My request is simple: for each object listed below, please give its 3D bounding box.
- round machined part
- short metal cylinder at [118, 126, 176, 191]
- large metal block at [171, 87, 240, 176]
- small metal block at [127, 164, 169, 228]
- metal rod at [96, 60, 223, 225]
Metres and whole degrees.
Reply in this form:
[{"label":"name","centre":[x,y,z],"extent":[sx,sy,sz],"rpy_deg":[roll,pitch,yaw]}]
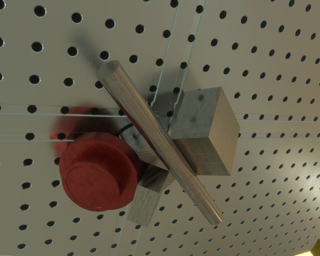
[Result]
[{"label":"round machined part","centre":[-0.072,0.057,0.358],"extent":[0.098,0.042,0.097],"rpy_deg":[6,117,12]},{"label":"short metal cylinder","centre":[-0.018,0.041,0.406],"extent":[0.081,0.050,0.079],"rpy_deg":[-14,124,-21]},{"label":"large metal block","centre":[0.062,0.006,0.400],"extent":[0.080,0.050,0.080],"rpy_deg":[55,43,-39]},{"label":"small metal block","centre":[-0.013,0.078,0.364],"extent":[0.025,0.050,0.050],"rpy_deg":[20,114,7]},{"label":"metal rod","centre":[0.018,0.041,0.377],"extent":[0.025,0.025,0.300],"rpy_deg":[-37,129,-3]}]
